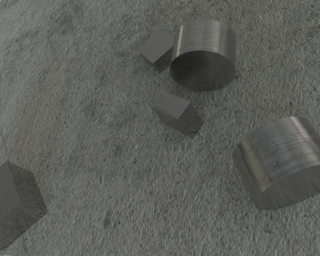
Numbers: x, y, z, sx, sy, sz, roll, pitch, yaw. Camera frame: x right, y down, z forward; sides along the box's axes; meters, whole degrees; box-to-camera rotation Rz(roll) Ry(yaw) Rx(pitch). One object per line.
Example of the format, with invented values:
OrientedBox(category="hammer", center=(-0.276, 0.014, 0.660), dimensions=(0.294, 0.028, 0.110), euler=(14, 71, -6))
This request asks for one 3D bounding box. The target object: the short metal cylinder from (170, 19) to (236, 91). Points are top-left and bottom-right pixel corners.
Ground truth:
OrientedBox(category="short metal cylinder", center=(0.055, -0.090, 0.394), dimensions=(0.080, 0.080, 0.050), euler=(-5, 60, 25))

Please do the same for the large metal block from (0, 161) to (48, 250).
OrientedBox(category="large metal block", center=(-0.216, 0.108, 0.433), dimensions=(0.080, 0.050, 0.080), euler=(-41, 51, -1))

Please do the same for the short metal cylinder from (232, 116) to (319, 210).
OrientedBox(category="short metal cylinder", center=(0.115, 0.034, 0.287), dimensions=(0.080, 0.080, 0.050), euler=(-27, 53, 11))

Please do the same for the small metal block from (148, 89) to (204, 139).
OrientedBox(category="small metal block", center=(0.021, -0.018, 0.387), dimensions=(0.050, 0.050, 0.025), euler=(29, 78, 37))

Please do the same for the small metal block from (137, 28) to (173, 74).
OrientedBox(category="small metal block", center=(0.001, -0.119, 0.475), dimensions=(0.050, 0.025, 0.050), euler=(-41, 51, -1))
